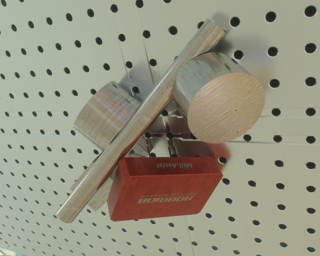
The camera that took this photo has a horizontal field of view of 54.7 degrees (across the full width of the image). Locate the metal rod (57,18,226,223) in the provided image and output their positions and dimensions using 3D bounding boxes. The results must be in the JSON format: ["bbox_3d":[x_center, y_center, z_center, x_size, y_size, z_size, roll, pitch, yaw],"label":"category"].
[{"bbox_3d":[-0.033,0.005,0.361,0.025,0.025,0.299,40,108,1],"label":"metal rod"}]

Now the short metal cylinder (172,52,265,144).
[{"bbox_3d":[0.058,-0.031,0.319,0.081,0.050,0.079,-9,126,-12],"label":"short metal cylinder"}]

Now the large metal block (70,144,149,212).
[{"bbox_3d":[-0.073,0.063,0.450,0.050,0.080,0.080,43,129,-2],"label":"large metal block"}]

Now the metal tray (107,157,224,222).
[{"bbox_3d":[0.005,0.078,0.401,0.131,0.030,0.089,2,131,-23],"label":"metal tray"}]

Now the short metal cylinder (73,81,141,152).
[{"bbox_3d":[-0.064,-0.014,0.399,0.050,0.080,0.080,40,129,1],"label":"short metal cylinder"}]
